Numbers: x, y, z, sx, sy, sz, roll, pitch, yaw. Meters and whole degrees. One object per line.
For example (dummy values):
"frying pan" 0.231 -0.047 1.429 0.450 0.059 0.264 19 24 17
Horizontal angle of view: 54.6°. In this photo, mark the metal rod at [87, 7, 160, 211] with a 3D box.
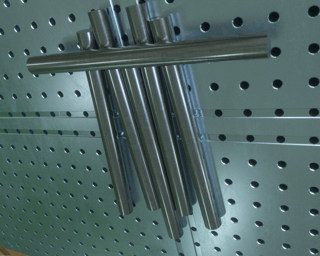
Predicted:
"metal rod" -0.041 -0.008 0.429 0.025 0.025 0.298 1 119 28

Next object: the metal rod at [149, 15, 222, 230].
"metal rod" 0.039 0.011 0.398 0.025 0.025 0.299 -3 117 29

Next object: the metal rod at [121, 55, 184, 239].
"metal rod" -0.006 0.041 0.440 0.025 0.025 0.298 1 119 28

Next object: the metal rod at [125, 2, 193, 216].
"metal rod" 0.006 -0.005 0.407 0.025 0.025 0.298 1 119 28

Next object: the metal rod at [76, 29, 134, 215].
"metal rod" -0.074 0.009 0.455 0.025 0.025 0.298 7 122 25

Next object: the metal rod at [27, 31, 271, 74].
"metal rod" -0.035 -0.080 0.348 0.300 0.025 0.025 2 119 27
